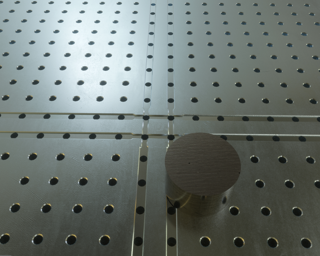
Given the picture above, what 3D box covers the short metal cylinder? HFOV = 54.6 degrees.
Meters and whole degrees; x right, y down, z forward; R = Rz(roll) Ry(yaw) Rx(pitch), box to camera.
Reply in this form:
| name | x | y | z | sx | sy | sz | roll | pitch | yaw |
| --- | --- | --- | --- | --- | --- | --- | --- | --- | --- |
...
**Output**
| name | x | y | z | sx | sy | sz | roll | pitch | yaw |
| --- | --- | --- | --- | --- | --- | --- | --- | --- | --- |
| short metal cylinder | 0.045 | 0.052 | 0.348 | 0.080 | 0.050 | 0.080 | 0 | 50 | 0 |
